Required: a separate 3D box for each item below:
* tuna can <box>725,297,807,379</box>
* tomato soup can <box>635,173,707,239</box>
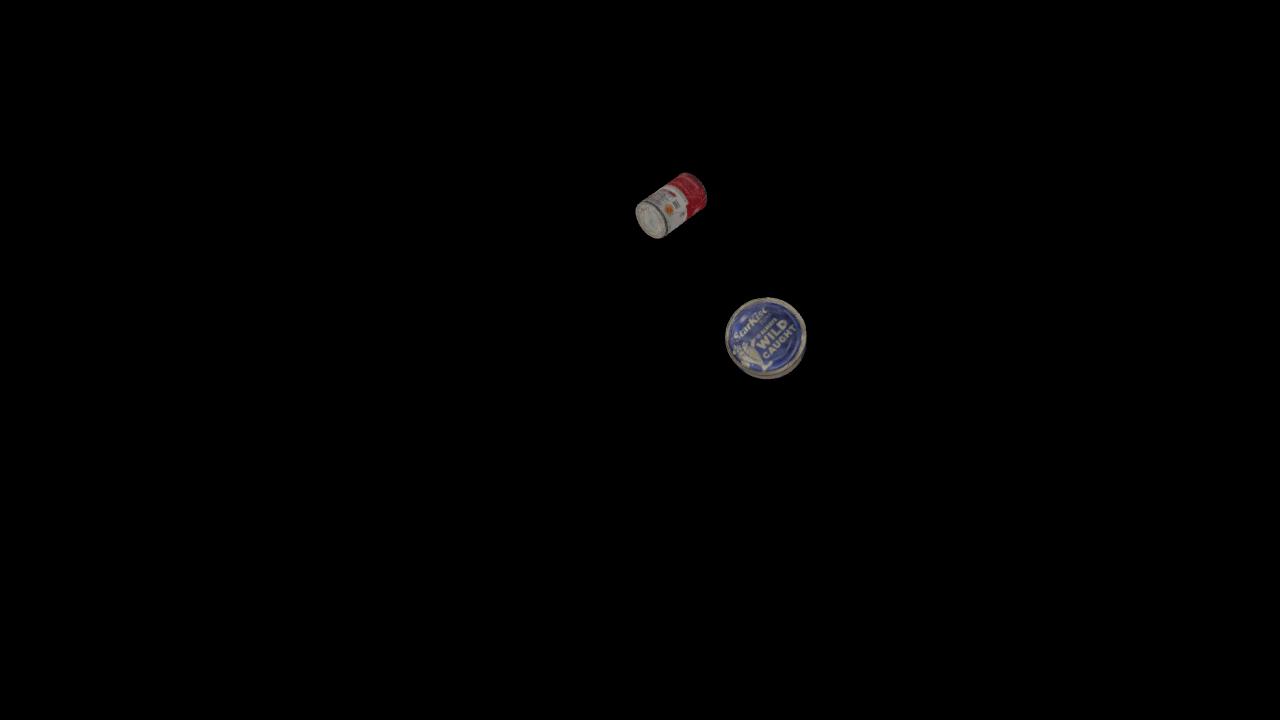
[{"bbox_3d":[0.135,-0.022,0.655,0.084,0.084,0.034,0,-11,17],"label":"tuna can"},{"bbox_3d":[0.050,-0.246,0.984,0.101,0.068,0.068,-41,21,-27],"label":"tomato soup can"}]
